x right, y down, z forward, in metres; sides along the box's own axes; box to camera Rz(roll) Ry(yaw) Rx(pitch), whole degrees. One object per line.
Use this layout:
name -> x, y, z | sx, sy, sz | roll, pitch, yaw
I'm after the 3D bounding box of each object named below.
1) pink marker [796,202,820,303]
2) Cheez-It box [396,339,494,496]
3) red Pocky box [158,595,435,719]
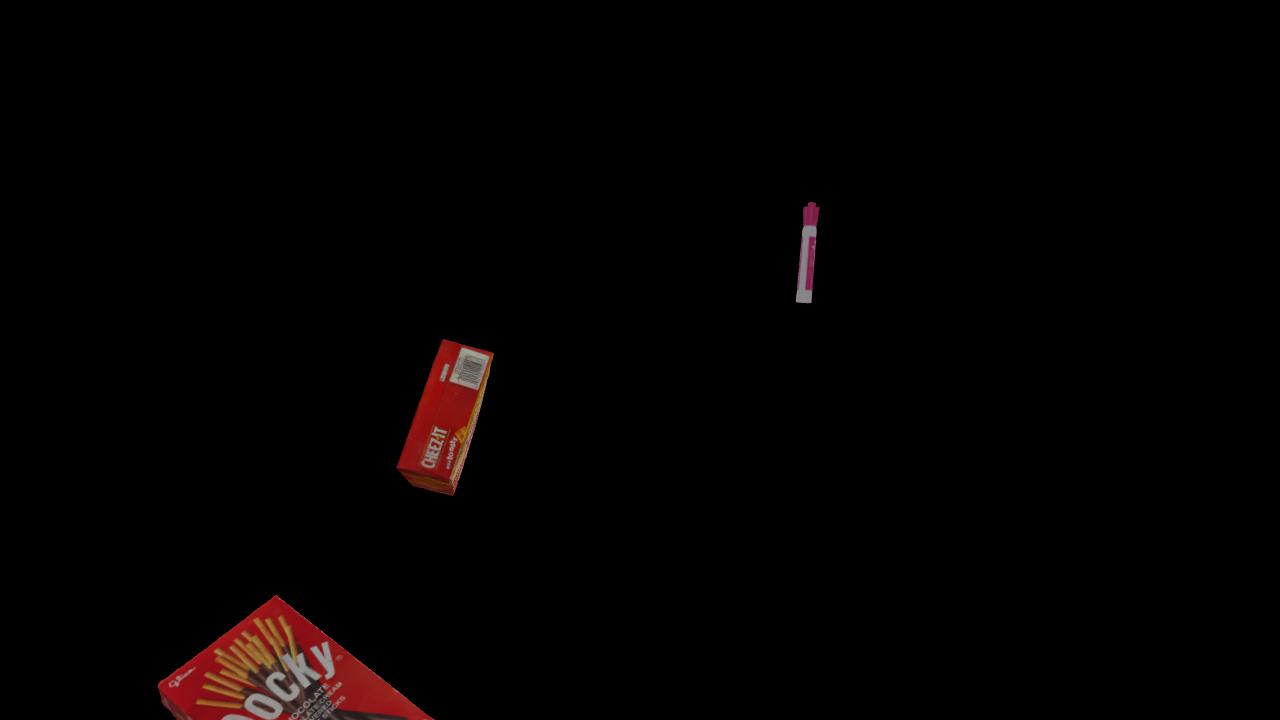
pink marker -> 0.204, -0.130, 0.748 | 0.020, 0.121, 0.020 | 4, 5, 0
Cheez-It box -> -0.255, 0.085, 0.820 | 0.071, 0.166, 0.223 | 17, -20, -11
red Pocky box -> -0.219, 0.227, 0.396 | 0.155, 0.028, 0.083 | 27, 37, 16
